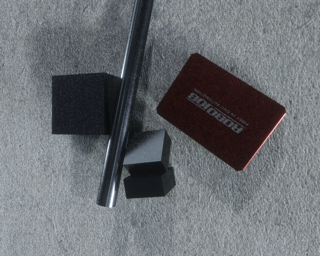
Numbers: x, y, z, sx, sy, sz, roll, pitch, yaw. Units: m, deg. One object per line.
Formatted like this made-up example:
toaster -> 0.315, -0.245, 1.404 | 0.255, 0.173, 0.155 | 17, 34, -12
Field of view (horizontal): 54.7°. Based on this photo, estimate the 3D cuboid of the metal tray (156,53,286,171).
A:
metal tray -> 0.072, -0.021, 0.381 | 0.130, 0.030, 0.090 | 36, 101, 16

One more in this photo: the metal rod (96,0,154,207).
metal rod -> -0.043, -0.048, 0.406 | 0.025, 0.025, 0.298 | 9, 87, 19

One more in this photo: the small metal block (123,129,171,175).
small metal block -> -0.015, 0.031, 0.400 | 0.050, 0.025, 0.050 | -8, 48, 19

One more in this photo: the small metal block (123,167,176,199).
small metal block -> -0.012, 0.070, 0.398 | 0.050, 0.050, 0.025 | -8, 93, 19

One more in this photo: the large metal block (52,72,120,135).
large metal block -> -0.100, -0.031, 0.430 | 0.080, 0.050, 0.079 | 0, 90, 19
